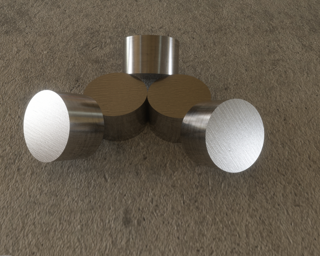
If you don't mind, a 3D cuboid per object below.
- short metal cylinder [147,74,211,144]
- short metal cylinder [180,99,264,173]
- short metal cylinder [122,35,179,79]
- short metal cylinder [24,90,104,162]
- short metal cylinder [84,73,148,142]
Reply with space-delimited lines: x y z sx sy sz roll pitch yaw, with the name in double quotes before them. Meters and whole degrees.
"short metal cylinder" 0.024 -0.026 0.410 0.080 0.050 0.080 0 50 0
"short metal cylinder" 0.071 0.007 0.355 0.081 0.080 0.050 -30 15 -23
"short metal cylinder" -0.013 -0.098 0.444 0.080 0.080 0.050 1 93 1
"short metal cylinder" -0.112 -0.002 0.362 0.080 0.080 0.050 39 20 28
"short metal cylinder" -0.056 -0.029 0.412 0.080 0.050 0.080 0 50 0
